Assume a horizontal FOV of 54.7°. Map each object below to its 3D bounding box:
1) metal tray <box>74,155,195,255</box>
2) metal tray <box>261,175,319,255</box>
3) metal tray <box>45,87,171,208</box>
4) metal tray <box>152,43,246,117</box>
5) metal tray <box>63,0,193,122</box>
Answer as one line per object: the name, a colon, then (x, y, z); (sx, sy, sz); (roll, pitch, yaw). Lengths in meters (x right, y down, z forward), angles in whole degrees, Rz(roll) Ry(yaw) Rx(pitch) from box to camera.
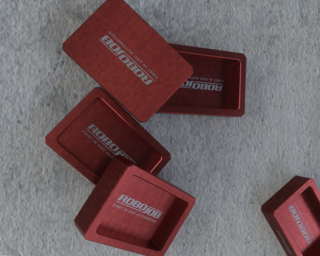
metal tray: (-0.023, 0.098, 0.368); (0.130, 0.030, 0.090); (36, 83, -41)
metal tray: (0.228, 0.153, 0.493); (0.090, 0.030, 0.130); (-35, 102, -17)
metal tray: (-0.062, 0.025, 0.383); (0.130, 0.030, 0.090); (45, 76, -15)
metal tray: (0.055, -0.062, 0.427); (0.131, 0.030, 0.089); (2, 89, -21)
metal tray: (-0.037, -0.080, 0.372); (0.130, 0.030, 0.090); (43, 86, -4)
